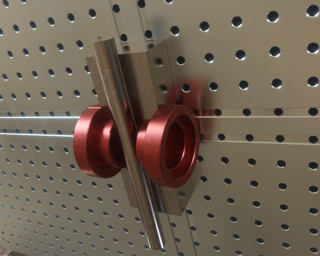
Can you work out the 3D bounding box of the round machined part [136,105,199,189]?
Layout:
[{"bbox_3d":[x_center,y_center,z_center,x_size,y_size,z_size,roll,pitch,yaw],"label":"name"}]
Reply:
[{"bbox_3d":[0.008,0.020,0.372,0.042,0.099,0.097,5,121,32],"label":"round machined part"}]

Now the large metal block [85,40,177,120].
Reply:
[{"bbox_3d":[-0.033,-0.057,0.376,0.080,0.050,0.079,2,120,27],"label":"large metal block"}]

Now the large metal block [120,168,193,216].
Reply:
[{"bbox_3d":[-0.004,0.072,0.441,0.080,0.050,0.079,3,120,27],"label":"large metal block"}]

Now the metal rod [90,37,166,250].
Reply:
[{"bbox_3d":[-0.032,0.039,0.387,0.025,0.025,0.298,2,120,27],"label":"metal rod"}]

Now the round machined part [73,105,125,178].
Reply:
[{"bbox_3d":[-0.064,0.017,0.408,0.042,0.098,0.097,2,119,27],"label":"round machined part"}]
